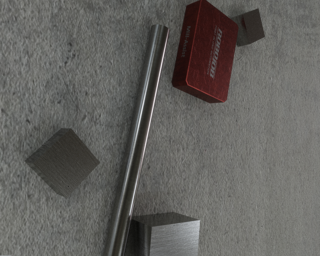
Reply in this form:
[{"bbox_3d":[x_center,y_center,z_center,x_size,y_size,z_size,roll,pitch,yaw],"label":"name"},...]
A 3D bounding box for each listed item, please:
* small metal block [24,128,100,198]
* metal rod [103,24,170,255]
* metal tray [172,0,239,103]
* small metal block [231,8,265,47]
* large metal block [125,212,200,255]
[{"bbox_3d":[-0.100,0.035,0.322,0.050,0.025,0.050,-49,119,-29],"label":"small metal block"},{"bbox_3d":[-0.028,0.015,0.383,0.025,0.025,0.299,18,78,-39],"label":"metal rod"},{"bbox_3d":[0.070,-0.111,0.463,0.091,0.030,0.129,18,78,-39],"label":"metal tray"},{"bbox_3d":[0.152,-0.173,0.535,0.050,0.025,0.050,-31,110,-36],"label":"small metal block"},{"bbox_3d":[0.002,0.155,0.393,0.081,0.050,0.080,7,85,-40],"label":"large metal block"}]
